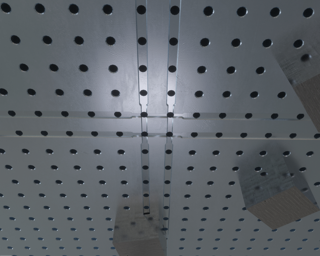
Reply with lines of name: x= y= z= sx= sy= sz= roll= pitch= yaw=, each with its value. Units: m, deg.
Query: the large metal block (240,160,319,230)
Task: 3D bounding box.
large metal block: x=0.187 y=0.107 z=0.488 sx=0.080 sy=0.050 sz=0.080 roll=-35 pitch=122 yaw=26

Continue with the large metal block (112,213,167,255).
large metal block: x=-0.034 y=0.205 z=0.569 sx=0.080 sy=0.050 sz=0.080 roll=-8 pitch=130 yaw=7

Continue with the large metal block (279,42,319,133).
large metal block: x=0.197 y=-0.053 z=0.352 sx=0.080 sy=0.050 sz=0.080 roll=-30 pitch=124 yaw=23
